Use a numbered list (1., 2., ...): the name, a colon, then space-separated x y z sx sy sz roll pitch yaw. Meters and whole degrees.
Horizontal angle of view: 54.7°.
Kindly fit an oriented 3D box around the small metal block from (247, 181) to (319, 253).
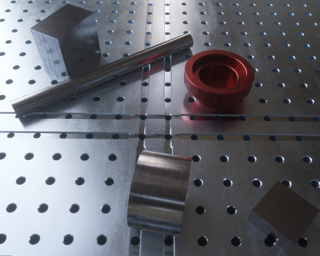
1. small metal block: 0.131 0.093 0.331 0.050 0.025 0.050 -37 60 -27

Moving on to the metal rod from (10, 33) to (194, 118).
1. metal rod: -0.075 -0.088 0.480 0.302 0.025 0.025 -27 55 -21

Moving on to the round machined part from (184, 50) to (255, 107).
1. round machined part: 0.084 -0.069 0.455 0.099 0.042 0.098 0 50 0

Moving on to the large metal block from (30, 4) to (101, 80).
1. large metal block: -0.141 -0.132 0.481 0.050 0.080 0.080 24 54 18

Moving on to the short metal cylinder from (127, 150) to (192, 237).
1. short metal cylinder: 0.002 0.066 0.317 0.050 0.080 0.080 9 51 7
